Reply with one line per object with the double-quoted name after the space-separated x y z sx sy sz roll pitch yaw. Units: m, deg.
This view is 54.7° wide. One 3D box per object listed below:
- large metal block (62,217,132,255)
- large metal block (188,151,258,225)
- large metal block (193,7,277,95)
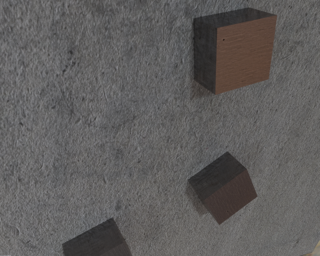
-0.087 0.194 0.463 0.080 0.050 0.080 -26 128 -13 "large metal block"
0.104 0.099 0.509 0.080 0.050 0.080 -35 129 -5 "large metal block"
0.089 -0.096 0.380 0.081 0.050 0.079 -18 126 -18 "large metal block"
